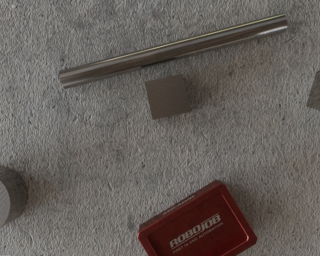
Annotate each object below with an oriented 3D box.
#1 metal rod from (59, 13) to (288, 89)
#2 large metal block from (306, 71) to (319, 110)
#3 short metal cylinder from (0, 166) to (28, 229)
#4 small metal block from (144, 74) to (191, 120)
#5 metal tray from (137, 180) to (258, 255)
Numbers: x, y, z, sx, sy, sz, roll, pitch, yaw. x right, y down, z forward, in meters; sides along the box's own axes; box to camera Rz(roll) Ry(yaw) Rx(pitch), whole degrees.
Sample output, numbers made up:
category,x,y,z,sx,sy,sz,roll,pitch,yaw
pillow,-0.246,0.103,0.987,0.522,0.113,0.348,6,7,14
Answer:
category,x,y,z,sx,sy,sz,roll,pitch,yaw
metal rod,0.018,-0.102,0.410,0.302,0.025,0.025,-15,90,-1
large metal block,0.246,-0.042,0.386,0.080,0.080,0.050,17,90,-1
short metal cylinder,-0.220,0.091,0.395,0.081,0.050,0.079,0,90,-1
small metal block,0.010,-0.040,0.410,0.050,0.025,0.050,-12,90,-1
metal tray,0.048,0.140,0.408,0.130,0.030,0.090,-31,90,-1
